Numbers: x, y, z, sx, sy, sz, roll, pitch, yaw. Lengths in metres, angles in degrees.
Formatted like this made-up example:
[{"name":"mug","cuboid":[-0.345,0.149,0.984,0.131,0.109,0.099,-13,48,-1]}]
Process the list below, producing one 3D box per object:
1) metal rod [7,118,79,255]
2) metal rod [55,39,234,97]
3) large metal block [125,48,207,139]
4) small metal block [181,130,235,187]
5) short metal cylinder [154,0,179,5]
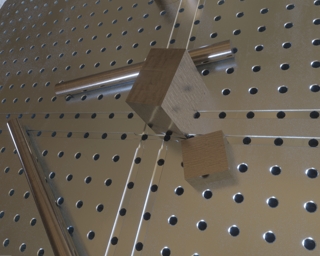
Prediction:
[{"name":"metal rod","cuboid":[-0.179,0.079,0.453,0.025,0.025,0.300,-42,51,0]},{"name":"metal rod","cuboid":[-0.038,-0.087,0.481,0.301,0.025,0.025,-9,58,23]},{"name":"large metal block","cuboid":[0.012,-0.043,0.393,0.050,0.080,0.080,10,67,32]},{"name":"small metal block","cuboid":[0.054,0.035,0.358,0.050,0.025,0.050,-16,55,19]},{"name":"short metal cylinder","cuboid":[0.013,-0.268,0.549,0.080,0.050,0.080,-13,56,21]}]
